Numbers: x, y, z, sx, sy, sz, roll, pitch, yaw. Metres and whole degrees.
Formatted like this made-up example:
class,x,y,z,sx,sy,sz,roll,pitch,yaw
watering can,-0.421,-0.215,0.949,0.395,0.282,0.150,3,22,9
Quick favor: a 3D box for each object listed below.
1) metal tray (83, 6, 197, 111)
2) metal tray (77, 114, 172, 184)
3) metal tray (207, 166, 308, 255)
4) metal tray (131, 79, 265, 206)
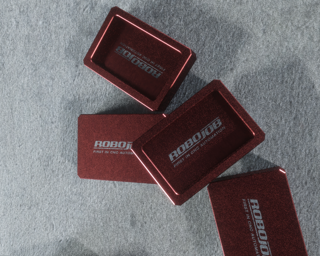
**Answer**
class,x,y,z,sx,sy,sz,roll,pitch,yaw
metal tray,-0.029,-0.092,0.415,0.130,0.030,0.090,35,101,16
metal tray,-0.048,0.026,0.422,0.130,0.030,0.089,1,90,19
metal tray,0.116,0.118,0.365,0.090,0.030,0.129,-15,85,19
metal tray,0.044,0.017,0.366,0.130,0.030,0.090,-38,84,-1
